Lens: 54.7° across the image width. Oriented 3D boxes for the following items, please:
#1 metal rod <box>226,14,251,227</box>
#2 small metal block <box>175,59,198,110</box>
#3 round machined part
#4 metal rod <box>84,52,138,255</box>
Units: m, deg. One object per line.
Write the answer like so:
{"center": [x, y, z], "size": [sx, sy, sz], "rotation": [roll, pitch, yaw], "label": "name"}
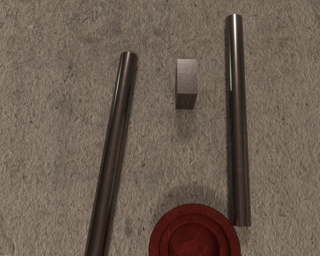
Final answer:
{"center": [0.104, -0.024, 0.418], "size": [0.025, 0.025, 0.299], "rotation": [3, 70, 1], "label": "metal rod"}
{"center": [0.035, -0.058, 0.416], "size": [0.025, 0.050, 0.050], "rotation": [1, 70, 0], "label": "small metal block"}
{"center": [0.037, 0.137, 0.349], "size": [0.099, 0.042, 0.098], "rotation": [0, 70, -1], "label": "round machined part"}
{"center": [-0.061, 0.037, 0.393], "size": [0.025, 0.025, 0.299], "rotation": [6, 70, 2], "label": "metal rod"}
